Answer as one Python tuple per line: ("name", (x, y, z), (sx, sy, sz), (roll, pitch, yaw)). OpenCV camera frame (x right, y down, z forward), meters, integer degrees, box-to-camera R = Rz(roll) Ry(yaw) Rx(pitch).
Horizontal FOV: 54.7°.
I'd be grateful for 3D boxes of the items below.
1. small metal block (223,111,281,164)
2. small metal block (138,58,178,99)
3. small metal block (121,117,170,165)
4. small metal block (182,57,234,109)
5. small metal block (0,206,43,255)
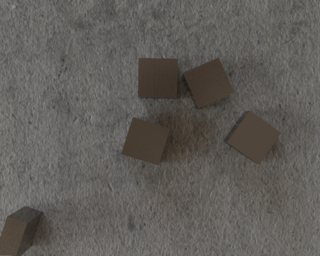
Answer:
("small metal block", (0.122, 0.012, 0.412), (0.050, 0.025, 0.050), (35, 90, -1))
("small metal block", (-0.003, -0.065, 0.410), (0.050, 0.025, 0.050), (1, 90, -1))
("small metal block", (-0.018, 0.017, 0.410), (0.050, 0.025, 0.050), (17, 90, -1))
("small metal block", (0.063, -0.058, 0.411), (0.050, 0.025, 0.050), (-24, 90, -1))
("small metal block", (-0.179, 0.134, 0.395), (0.025, 0.050, 0.050), (19, 90, 0))
